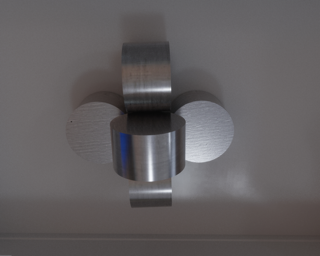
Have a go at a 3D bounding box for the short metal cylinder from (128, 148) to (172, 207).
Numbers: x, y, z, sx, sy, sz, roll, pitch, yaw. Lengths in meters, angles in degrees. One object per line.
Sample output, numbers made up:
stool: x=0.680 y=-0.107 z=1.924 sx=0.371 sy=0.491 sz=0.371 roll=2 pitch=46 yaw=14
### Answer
short metal cylinder: x=-0.012 y=0.062 z=0.403 sx=0.050 sy=0.080 sz=0.079 roll=-2 pitch=110 yaw=0

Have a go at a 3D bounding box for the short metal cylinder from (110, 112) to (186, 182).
short metal cylinder: x=-0.012 y=0.017 z=0.339 sx=0.080 sy=0.080 sz=0.050 roll=-1 pitch=110 yaw=0

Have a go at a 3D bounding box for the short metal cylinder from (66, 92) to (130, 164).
short metal cylinder: x=-0.073 y=-0.002 z=0.395 sx=0.081 sy=0.050 sz=0.079 roll=0 pitch=110 yaw=0

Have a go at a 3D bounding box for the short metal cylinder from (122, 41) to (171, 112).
short metal cylinder: x=-0.014 y=-0.059 z=0.358 sx=0.050 sy=0.080 sz=0.079 roll=-2 pitch=110 yaw=0

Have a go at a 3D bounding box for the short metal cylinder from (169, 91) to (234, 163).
short metal cylinder: x=0.049 y=-0.003 z=0.395 sx=0.081 sy=0.050 sz=0.079 roll=0 pitch=110 yaw=0
